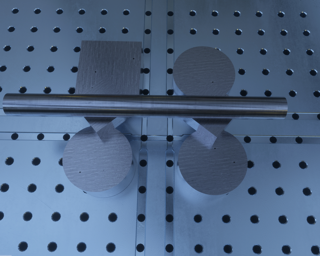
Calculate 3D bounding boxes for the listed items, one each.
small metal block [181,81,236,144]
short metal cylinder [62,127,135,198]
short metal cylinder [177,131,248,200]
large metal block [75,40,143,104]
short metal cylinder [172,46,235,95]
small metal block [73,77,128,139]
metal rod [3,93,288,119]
[{"bbox_3d":[0.060,-0.018,0.366,0.050,0.025,0.050,39,74,13],"label":"small metal block"},{"bbox_3d":[-0.072,0.042,0.381,0.081,0.050,0.080,0,70,0],"label":"short metal cylinder"},{"bbox_3d":[0.061,0.046,0.382,0.081,0.050,0.080,0,70,0],"label":"short metal cylinder"},{"bbox_3d":[-0.065,-0.070,0.423,0.080,0.050,0.080,1,70,0],"label":"large metal block"},{"bbox_3d":[0.057,-0.063,0.422,0.081,0.050,0.080,0,70,0],"label":"short metal cylinder"},{"bbox_3d":[-0.067,-0.024,0.367,0.050,0.025,0.050,-38,75,-13],"label":"small metal block"},{"bbox_3d":[-0.016,-0.024,0.340,0.302,0.025,0.025,1,70,0],"label":"metal rod"}]
